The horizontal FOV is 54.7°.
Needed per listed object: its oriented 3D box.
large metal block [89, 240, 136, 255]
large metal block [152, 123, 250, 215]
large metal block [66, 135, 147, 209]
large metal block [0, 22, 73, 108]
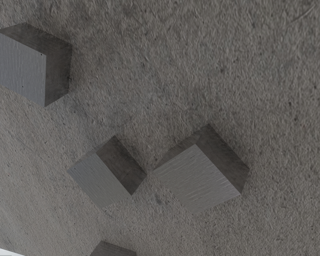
[{"bbox_3d":[-0.097,0.273,0.592,0.080,0.080,0.050,8,122,24],"label":"large metal block"},{"bbox_3d":[0.052,0.054,0.397,0.080,0.050,0.080,48,129,-6],"label":"large metal block"},{"bbox_3d":[-0.082,0.069,0.477,0.080,0.050,0.080,-30,102,38],"label":"large metal block"},{"bbox_3d":[-0.173,-0.088,0.428,0.080,0.050,0.079,27,128,11],"label":"large metal block"}]
